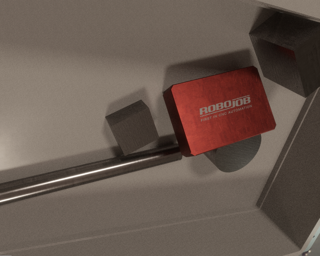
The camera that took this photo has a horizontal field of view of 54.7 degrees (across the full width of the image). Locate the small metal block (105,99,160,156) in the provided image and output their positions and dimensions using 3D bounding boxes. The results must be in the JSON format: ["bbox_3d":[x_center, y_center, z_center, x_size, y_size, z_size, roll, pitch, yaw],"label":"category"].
[{"bbox_3d":[-0.034,0.000,0.391,0.050,0.025,0.050,-27,128,-12],"label":"small metal block"}]

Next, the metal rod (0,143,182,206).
[{"bbox_3d":[-0.110,0.062,0.387,0.303,0.025,0.025,-11,124,-23],"label":"metal rod"}]

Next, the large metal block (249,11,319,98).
[{"bbox_3d":[0.174,-0.098,0.410,0.050,0.080,0.080,-39,130,-2],"label":"large metal block"}]

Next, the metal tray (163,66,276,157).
[{"bbox_3d":[0.079,-0.023,0.404,0.131,0.030,0.090,-16,86,-20],"label":"metal tray"}]

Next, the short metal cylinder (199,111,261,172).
[{"bbox_3d":[0.102,0.019,0.463,0.081,0.050,0.079,-14,124,-21],"label":"short metal cylinder"}]
